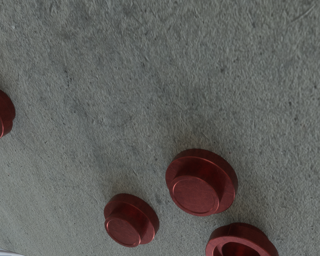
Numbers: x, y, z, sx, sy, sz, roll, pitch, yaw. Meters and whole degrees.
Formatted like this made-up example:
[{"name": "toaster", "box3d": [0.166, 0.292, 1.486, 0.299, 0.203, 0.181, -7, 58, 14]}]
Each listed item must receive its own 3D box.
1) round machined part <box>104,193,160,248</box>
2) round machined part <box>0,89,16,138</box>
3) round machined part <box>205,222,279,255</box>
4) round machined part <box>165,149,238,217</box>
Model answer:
[{"name": "round machined part", "box3d": [-0.054, 0.162, 0.525, 0.098, 0.042, 0.097, 13, 124, 21]}, {"name": "round machined part", "box3d": [-0.289, -0.032, 0.529, 0.098, 0.042, 0.097, 13, 124, 21]}, {"name": "round machined part", "box3d": [0.118, 0.174, 0.441, 0.098, 0.042, 0.097, 13, 124, 21]}, {"name": "round machined part", "box3d": [0.052, 0.080, 0.418, 0.098, 0.042, 0.097, 13, 124, 21]}]
